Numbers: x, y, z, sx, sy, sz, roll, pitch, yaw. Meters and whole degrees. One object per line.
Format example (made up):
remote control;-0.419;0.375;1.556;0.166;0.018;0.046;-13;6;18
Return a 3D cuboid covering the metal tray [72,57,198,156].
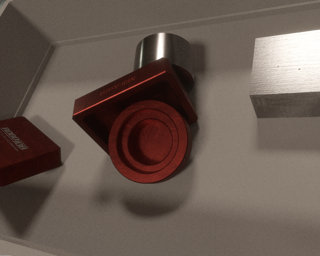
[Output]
metal tray;-0.029;-0.021;0.388;0.130;0.090;0.030;-23;43;13

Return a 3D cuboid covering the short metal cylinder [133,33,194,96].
short metal cylinder;0.005;-0.080;0.415;0.080;0.080;0.050;-10;58;22

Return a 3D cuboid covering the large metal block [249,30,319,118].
large metal block;0.150;-0.059;0.347;0.080;0.050;0.080;0;61;27

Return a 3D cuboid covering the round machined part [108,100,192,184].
round machined part;-0.009;0.018;0.374;0.098;0.042;0.098;-3;79;18

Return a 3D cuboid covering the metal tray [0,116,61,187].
metal tray;-0.220;0.028;0.462;0.091;0.030;0.130;-19;37;-42
